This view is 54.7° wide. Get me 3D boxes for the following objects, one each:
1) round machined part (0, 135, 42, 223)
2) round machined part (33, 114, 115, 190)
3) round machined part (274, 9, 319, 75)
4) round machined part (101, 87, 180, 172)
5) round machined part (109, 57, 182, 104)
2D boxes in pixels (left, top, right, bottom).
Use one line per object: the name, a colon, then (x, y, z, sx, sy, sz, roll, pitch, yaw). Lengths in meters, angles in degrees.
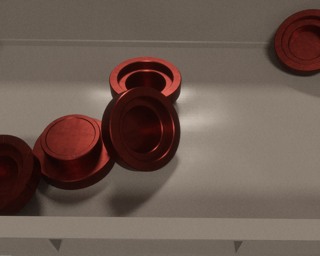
round machined part: (-0.177, 0.059, 0.336, 0.099, 0.042, 0.098, -3, 55, 5)
round machined part: (-0.104, 0.022, 0.374, 0.099, 0.042, 0.098, 0, 50, 0)
round machined part: (0.232, -0.131, 0.486, 0.098, 0.042, 0.097, -3, 82, 21)
round machined part: (-0.026, 0.003, 0.369, 0.042, 0.098, 0.098, -9, 32, 52)
round machined part: (-0.020, -0.055, 0.439, 0.099, 0.042, 0.098, 1, 48, 0)
